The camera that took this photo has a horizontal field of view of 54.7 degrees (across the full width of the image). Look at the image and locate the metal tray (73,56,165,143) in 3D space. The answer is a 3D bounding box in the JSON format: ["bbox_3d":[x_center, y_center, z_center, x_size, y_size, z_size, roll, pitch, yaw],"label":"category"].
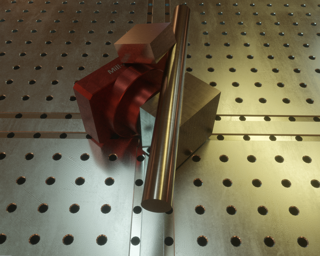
[{"bbox_3d":[-0.044,-0.049,0.406,0.030,0.089,0.131,36,58,26],"label":"metal tray"}]

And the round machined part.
[{"bbox_3d":[-0.021,-0.029,0.390,0.042,0.097,0.099,35,58,25],"label":"round machined part"}]

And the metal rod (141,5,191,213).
[{"bbox_3d":[0.014,-0.051,0.346,0.025,0.025,0.300,5,50,4],"label":"metal rod"}]

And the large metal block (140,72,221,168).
[{"bbox_3d":[0.024,-0.007,0.374,0.050,0.080,0.080,35,58,25],"label":"large metal block"}]

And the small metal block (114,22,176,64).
[{"bbox_3d":[-0.017,-0.100,0.365,0.050,0.025,0.050,9,46,31],"label":"small metal block"}]
